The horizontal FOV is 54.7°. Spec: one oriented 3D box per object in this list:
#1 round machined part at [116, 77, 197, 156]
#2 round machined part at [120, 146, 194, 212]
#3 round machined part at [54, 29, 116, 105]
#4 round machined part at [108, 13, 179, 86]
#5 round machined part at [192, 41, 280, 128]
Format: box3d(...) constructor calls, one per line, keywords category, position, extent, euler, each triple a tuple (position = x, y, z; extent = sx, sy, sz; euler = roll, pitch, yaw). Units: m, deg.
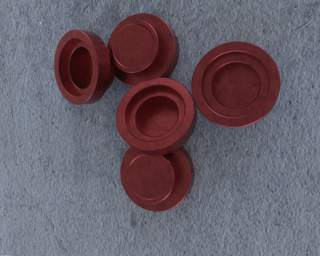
box3d(category="round machined part", position=(-0.002, -0.011, 0.390), extent=(0.098, 0.042, 0.098), euler=(-6, 65, 14))
box3d(category="round machined part", position=(-0.008, 0.060, 0.402), extent=(0.098, 0.042, 0.097), euler=(0, 90, 19))
box3d(category="round machined part", position=(-0.099, -0.082, 0.423), extent=(0.098, 0.042, 0.097), euler=(7, 102, 40))
box3d(category="round machined part", position=(-0.027, -0.104, 0.409), extent=(0.098, 0.042, 0.097), euler=(0, 90, 19))
box3d(category="round machined part", position=(0.090, -0.049, 0.369), extent=(0.098, 0.042, 0.097), euler=(0, 90, 19))
